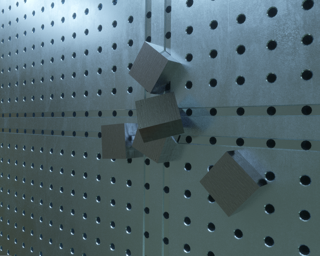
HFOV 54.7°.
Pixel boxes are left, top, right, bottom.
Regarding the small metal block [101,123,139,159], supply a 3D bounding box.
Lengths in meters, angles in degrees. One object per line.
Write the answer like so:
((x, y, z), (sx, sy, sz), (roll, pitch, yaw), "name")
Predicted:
((-0.060, 0.020, 0.456), (0.050, 0.025, 0.050), (-4, 87, 39), "small metal block")

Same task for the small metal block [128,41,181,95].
((-0.008, -0.080, 0.414), (0.050, 0.025, 0.050), (45, 117, 30), "small metal block")

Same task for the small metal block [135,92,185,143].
((-0.001, -0.014, 0.380), (0.050, 0.025, 0.050), (-14, 46, 3), "small metal block")

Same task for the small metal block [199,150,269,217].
((0.081, 0.060, 0.342), (0.050, 0.025, 0.050), (50, 119, 28), "small metal block")

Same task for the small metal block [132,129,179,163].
((-0.005, 0.012, 0.412), (0.050, 0.025, 0.050), (30, 109, 35), "small metal block")
